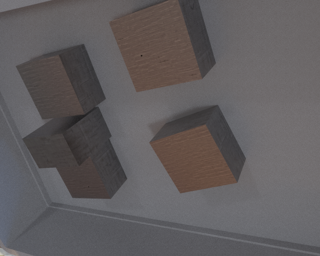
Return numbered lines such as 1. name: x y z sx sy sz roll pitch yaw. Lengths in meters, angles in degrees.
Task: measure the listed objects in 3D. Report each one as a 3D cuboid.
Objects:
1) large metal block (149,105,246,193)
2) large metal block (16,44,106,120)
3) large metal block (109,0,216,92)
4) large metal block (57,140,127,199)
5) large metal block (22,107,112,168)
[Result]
1. large metal block: 0.048 0.028 0.384 0.080 0.050 0.080 -20 108 35
2. large metal block: -0.133 -0.061 0.423 0.080 0.050 0.080 -5 116 30
3. large metal block: 0.005 -0.091 0.333 0.080 0.050 0.080 -7 115 31
4. large metal block: -0.111 0.063 0.488 0.080 0.050 0.080 -7 115 31
5. large metal block: -0.132 0.014 0.449 0.080 0.080 0.050 -7 115 31
